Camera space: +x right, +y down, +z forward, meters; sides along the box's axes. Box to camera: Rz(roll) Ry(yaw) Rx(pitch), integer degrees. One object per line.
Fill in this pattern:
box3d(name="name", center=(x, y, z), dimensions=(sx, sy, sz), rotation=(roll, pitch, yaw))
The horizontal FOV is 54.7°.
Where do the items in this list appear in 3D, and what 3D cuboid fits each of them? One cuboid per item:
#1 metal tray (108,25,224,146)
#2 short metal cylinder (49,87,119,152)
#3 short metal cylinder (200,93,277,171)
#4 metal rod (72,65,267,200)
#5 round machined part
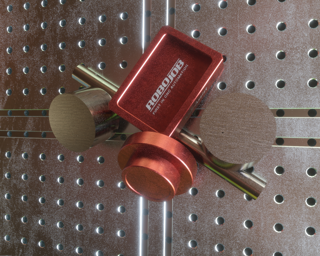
box3d(name="metal tray", center=(0.008, -0.054, 0.391), dimensions=(0.090, 0.030, 0.130), rotation=(34, 87, 17))
box3d(name="short metal cylinder", center=(-0.103, -0.013, 0.423), dimensions=(0.080, 0.050, 0.079), rotation=(10, 111, 27))
box3d(name="short metal cylinder", center=(0.087, 0.006, 0.356), dimensions=(0.080, 0.050, 0.080), rotation=(-2, 73, 8))
box3d(name="metal rod", center=(0.000, -0.003, 0.413), dimensions=(0.300, 0.025, 0.025), rotation=(33, 101, 17))
box3d(name="round machined part", center=(-0.008, 0.054, 0.377), dimensions=(0.098, 0.042, 0.097), rotation=(14, 138, 14))
